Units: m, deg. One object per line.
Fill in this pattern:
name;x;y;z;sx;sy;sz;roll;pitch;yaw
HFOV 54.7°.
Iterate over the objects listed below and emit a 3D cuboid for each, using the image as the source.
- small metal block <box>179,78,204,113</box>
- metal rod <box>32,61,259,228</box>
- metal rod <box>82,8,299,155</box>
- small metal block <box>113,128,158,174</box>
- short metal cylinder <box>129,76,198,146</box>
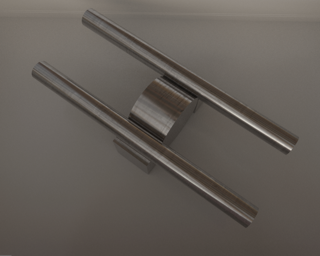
small metal block;0.035;-0.052;0.414;0.050;0.050;0.025;35;74;11
metal rod;-0.026;0.011;0.352;0.300;0.025;0.025;34;73;11
metal rod;0.028;-0.063;0.378;0.300;0.025;0.025;34;73;11
small metal block;-0.028;0.028;0.384;0.050;0.050;0.025;35;74;11
short metal cylinder;0.004;-0.017;0.385;0.050;0.080;0.080;35;74;11
